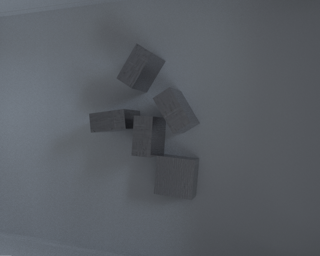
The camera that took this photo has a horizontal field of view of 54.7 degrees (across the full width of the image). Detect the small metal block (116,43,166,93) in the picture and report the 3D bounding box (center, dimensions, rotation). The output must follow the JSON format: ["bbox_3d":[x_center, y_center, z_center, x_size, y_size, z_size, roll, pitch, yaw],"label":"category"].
[{"bbox_3d":[-0.024,-0.077,0.405,0.025,0.050,0.050,35,101,16],"label":"small metal block"}]

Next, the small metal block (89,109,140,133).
[{"bbox_3d":[-0.059,-0.009,0.417,0.050,0.050,0.025,-6,88,19],"label":"small metal block"}]

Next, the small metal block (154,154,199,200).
[{"bbox_3d":[0.022,0.062,0.402,0.050,0.025,0.050,5,92,19],"label":"small metal block"}]

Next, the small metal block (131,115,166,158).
[{"bbox_3d":[-0.013,0.010,0.401,0.025,0.050,0.050,4,91,20],"label":"small metal block"}]

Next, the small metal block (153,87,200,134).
[{"bbox_3d":[0.022,-0.021,0.389,0.025,0.050,0.050,-32,80,17],"label":"small metal block"}]
